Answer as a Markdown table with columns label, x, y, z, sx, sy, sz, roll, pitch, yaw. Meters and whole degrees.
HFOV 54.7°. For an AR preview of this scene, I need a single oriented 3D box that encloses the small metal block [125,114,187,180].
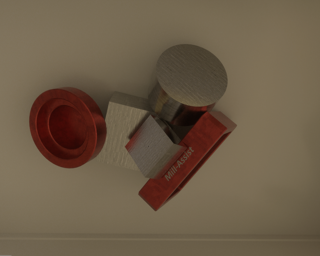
| label | x | y | z | sx | sy | sz | roll | pitch | yaw |
| --- | --- | --- | --- | --- | --- | --- | --- | --- | --- |
| small metal block | -0.006 | 0.022 | 0.349 | 0.025 | 0.050 | 0.050 | 20 | 114 | -49 |

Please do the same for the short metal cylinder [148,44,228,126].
| label | x | y | z | sx | sy | sz | roll | pitch | yaw |
| --- | --- | --- | --- | --- | --- | --- | --- | --- | --- |
| short metal cylinder | 0.030 | -0.048 | 0.356 | 0.080 | 0.080 | 0.050 | 15 | 153 | -6 |

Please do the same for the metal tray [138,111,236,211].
| label | x | y | z | sx | sy | sz | roll | pitch | yaw |
| --- | --- | --- | --- | --- | --- | --- | --- | --- | --- |
| metal tray | 0.037 | 0.038 | 0.388 | 0.030 | 0.090 | 0.129 | 42 | 106 | 14 |

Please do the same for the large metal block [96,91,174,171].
| label | x | y | z | sx | sy | sz | roll | pitch | yaw |
| --- | --- | --- | --- | --- | --- | --- | --- | --- | --- |
| large metal block | -0.030 | 0.006 | 0.398 | 0.081 | 0.050 | 0.079 | 14 | 109 | -6 |

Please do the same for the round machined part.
| label | x | y | z | sx | sy | sz | roll | pitch | yaw |
| --- | --- | --- | --- | --- | --- | --- | --- | --- | --- |
| round machined part | -0.109 | -0.003 | 0.386 | 0.098 | 0.042 | 0.097 | 6 | 106 | 21 |
